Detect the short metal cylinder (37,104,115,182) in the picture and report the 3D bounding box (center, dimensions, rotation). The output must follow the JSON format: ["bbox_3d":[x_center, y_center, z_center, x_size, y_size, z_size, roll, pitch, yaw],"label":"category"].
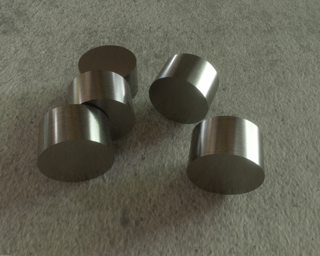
[{"bbox_3d":[-0.095,0.019,0.351,0.081,0.080,0.050,-9,51,-8],"label":"short metal cylinder"}]

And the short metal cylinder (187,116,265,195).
[{"bbox_3d":[0.072,0.032,0.342,0.080,0.080,0.050,8,51,6],"label":"short metal cylinder"}]

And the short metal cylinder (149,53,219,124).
[{"bbox_3d":[0.032,-0.051,0.411,0.080,0.080,0.050,18,53,14],"label":"short metal cylinder"}]

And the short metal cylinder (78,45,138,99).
[{"bbox_3d":[-0.073,-0.076,0.450,0.081,0.050,0.080,0,50,0],"label":"short metal cylinder"}]

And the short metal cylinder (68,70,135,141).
[{"bbox_3d":[-0.074,-0.026,0.388,0.081,0.080,0.050,-7,51,-7],"label":"short metal cylinder"}]
